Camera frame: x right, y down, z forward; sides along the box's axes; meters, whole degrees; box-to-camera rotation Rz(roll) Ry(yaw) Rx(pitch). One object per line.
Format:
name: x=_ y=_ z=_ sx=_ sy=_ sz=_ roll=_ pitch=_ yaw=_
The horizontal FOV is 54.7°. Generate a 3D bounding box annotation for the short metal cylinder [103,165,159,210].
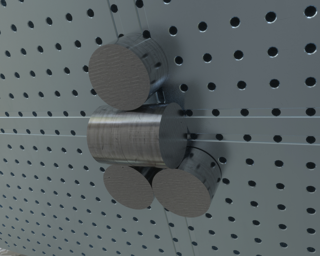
short metal cylinder: x=-0.035 y=0.072 z=0.455 sx=0.080 sy=0.050 sz=0.079 roll=13 pitch=124 yaw=20

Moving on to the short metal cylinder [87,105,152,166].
short metal cylinder: x=-0.050 y=0.009 z=0.406 sx=0.050 sy=0.080 sz=0.080 roll=0 pitch=119 yaw=28

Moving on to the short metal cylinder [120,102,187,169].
short metal cylinder: x=-0.005 y=0.009 z=0.383 sx=0.050 sy=0.080 sz=0.080 roll=0 pitch=119 yaw=28

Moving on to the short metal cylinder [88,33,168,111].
short metal cylinder: x=-0.037 y=-0.068 z=0.371 sx=0.080 sy=0.050 sz=0.079 roll=13 pitch=124 yaw=20

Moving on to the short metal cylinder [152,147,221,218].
short metal cylinder: x=0.036 y=0.073 z=0.418 sx=0.080 sy=0.050 sz=0.079 roll=13 pitch=124 yaw=20
